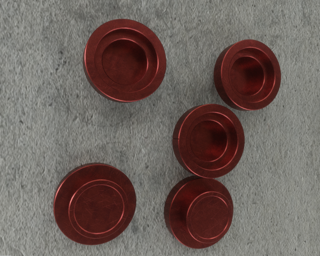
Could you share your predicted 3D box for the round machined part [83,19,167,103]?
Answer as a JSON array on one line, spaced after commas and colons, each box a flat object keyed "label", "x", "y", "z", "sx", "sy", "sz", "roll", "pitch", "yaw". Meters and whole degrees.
[{"label": "round machined part", "x": -0.045, "y": -0.080, "z": 0.383, "sx": 0.099, "sy": 0.042, "sz": 0.097, "roll": 0, "pitch": 90, "yaw": -20}]

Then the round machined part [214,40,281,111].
[{"label": "round machined part", "x": 0.120, "y": -0.073, "z": 0.444, "sx": 0.099, "sy": 0.042, "sz": 0.097, "roll": 0, "pitch": 90, "yaw": -20}]

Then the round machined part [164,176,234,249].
[{"label": "round machined part", "x": 0.059, "y": 0.116, "z": 0.422, "sx": 0.099, "sy": 0.042, "sz": 0.097, "roll": 0, "pitch": 90, "yaw": -20}]

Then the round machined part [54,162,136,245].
[{"label": "round machined part", "x": -0.076, "y": 0.092, "z": 0.372, "sx": 0.099, "sy": 0.042, "sz": 0.097, "roll": 0, "pitch": 90, "yaw": -20}]

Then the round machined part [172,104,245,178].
[{"label": "round machined part", "x": 0.062, "y": 0.017, "z": 0.423, "sx": 0.099, "sy": 0.042, "sz": 0.097, "roll": 0, "pitch": 90, "yaw": -20}]
